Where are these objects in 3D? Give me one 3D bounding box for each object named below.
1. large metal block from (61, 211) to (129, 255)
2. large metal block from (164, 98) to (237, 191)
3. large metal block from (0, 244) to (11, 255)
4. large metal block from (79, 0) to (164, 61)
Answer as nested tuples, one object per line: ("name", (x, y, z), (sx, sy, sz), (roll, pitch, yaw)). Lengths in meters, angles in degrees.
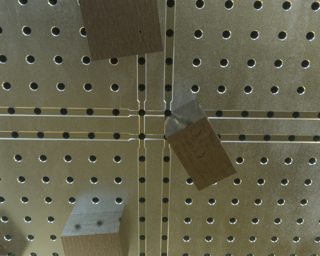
("large metal block", (-0.094, 0.175, 0.463), (0.081, 0.050, 0.079), (-5, 110, 1))
("large metal block", (0.048, 0.018, 0.391), (0.050, 0.080, 0.080), (-29, 108, 10))
("large metal block", (-0.286, 0.215, 0.475), (0.080, 0.050, 0.080), (-26, 108, 9))
("large metal block", (-0.042, -0.125, 0.353), (0.080, 0.050, 0.079), (-8, 110, 2))
